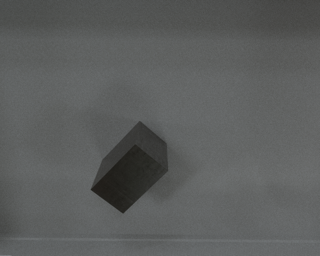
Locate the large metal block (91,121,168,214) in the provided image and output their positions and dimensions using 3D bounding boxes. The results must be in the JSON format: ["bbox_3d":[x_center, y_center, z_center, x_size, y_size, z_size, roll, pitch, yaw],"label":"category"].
[{"bbox_3d":[-0.036,0.047,0.399,0.050,0.080,0.080,41,105,-14],"label":"large metal block"}]
